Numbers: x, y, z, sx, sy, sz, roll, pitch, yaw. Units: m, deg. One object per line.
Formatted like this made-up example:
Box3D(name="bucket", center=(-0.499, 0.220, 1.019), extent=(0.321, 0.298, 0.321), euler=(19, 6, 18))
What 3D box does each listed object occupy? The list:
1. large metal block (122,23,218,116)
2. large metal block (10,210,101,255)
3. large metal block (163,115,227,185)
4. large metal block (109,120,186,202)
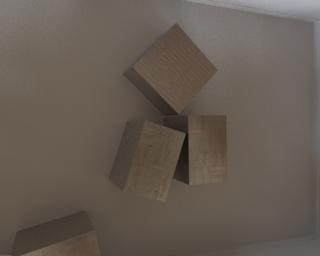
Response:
Box3D(name="large metal block", center=(0.013, -0.073, 0.403), extent=(0.080, 0.050, 0.080), euler=(45, 76, -15))
Box3D(name="large metal block", center=(-0.112, 0.137, 0.341), extent=(0.081, 0.080, 0.050), euler=(-14, 95, -20))
Box3D(name="large metal block", center=(0.042, 0.025, 0.398), extent=(0.050, 0.080, 0.079), euler=(-1, 91, -20))
Box3D(name="large metal block", center=(-0.019, 0.036, 0.375), extent=(0.050, 0.080, 0.080), euler=(19, 84, -20))
